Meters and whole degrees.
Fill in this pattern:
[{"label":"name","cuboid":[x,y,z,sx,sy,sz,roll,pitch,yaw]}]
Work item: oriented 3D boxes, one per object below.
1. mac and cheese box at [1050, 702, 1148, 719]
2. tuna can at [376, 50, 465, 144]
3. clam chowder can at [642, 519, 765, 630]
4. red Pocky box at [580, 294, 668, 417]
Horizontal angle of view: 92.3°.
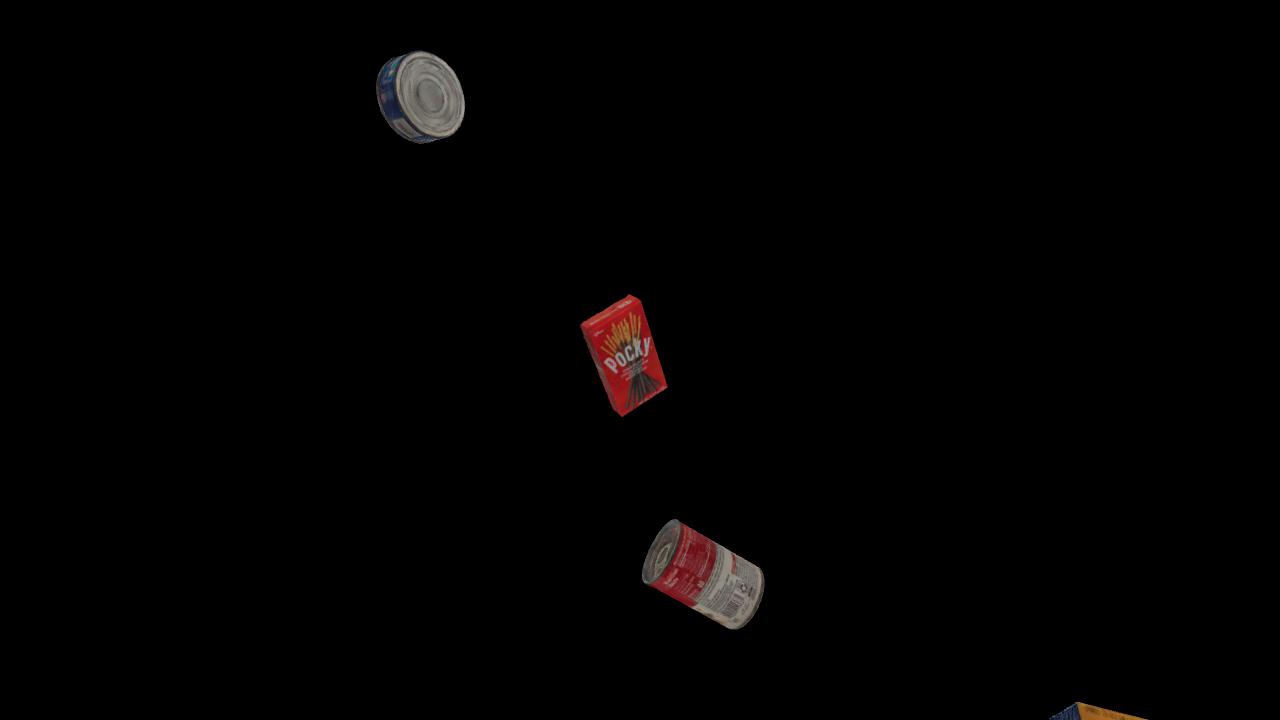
[{"label":"mac and cheese box","cuboid":[0.304,0.302,0.340,0.093,0.041,0.184,13,43,6]},{"label":"tuna can","cuboid":[-0.220,-0.266,0.625,0.034,0.084,0.084,6,3,37]},{"label":"clam chowder can","cuboid":[0.062,0.211,0.604,0.102,0.068,0.068,31,-5,-8]},{"label":"red Pocky box","cuboid":[-0.018,-0.002,0.819,0.083,0.155,0.028,-32,39,-17]}]
